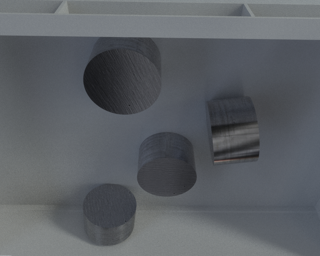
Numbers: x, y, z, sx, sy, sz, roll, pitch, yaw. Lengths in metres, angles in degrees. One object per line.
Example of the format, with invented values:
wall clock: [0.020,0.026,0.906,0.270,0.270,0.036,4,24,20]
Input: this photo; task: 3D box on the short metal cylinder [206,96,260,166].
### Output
short metal cylinder: [0.086,0.004,0.377,0.050,0.080,0.080,-7,130,5]

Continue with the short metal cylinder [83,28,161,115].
short metal cylinder: [-0.039,-0.061,0.340,0.081,0.050,0.079,0,130,0]

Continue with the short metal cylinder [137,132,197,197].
short metal cylinder: [0.009,0.052,0.437,0.081,0.050,0.079,0,130,0]

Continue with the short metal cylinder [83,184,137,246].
short metal cylinder: [-0.079,0.135,0.487,0.081,0.080,0.050,5,130,-5]
